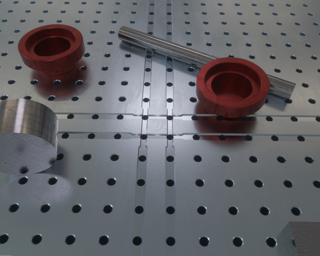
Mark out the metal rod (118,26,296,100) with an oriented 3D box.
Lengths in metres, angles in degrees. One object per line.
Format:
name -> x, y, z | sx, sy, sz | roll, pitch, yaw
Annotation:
metal rod -> 0.064, -0.111, 0.500 | 0.301, 0.025, 0.025 | 24, 54, 18

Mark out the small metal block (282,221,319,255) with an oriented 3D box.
small metal block -> 0.155, 0.122, 0.306 | 0.050, 0.025, 0.050 | 1, 50, 0

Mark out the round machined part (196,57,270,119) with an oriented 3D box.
round machined part -> 0.100, -0.052, 0.438 | 0.099, 0.042, 0.098 | -1, 53, 2

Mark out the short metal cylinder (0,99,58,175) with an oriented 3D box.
short metal cylinder -> -0.162, 0.012, 0.361 | 0.081, 0.080, 0.050 | -8, 51, -7

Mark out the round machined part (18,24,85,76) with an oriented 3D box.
round machined part -> -0.170, -0.122, 0.497 | 0.099, 0.042, 0.098 | 0, 50, 0
